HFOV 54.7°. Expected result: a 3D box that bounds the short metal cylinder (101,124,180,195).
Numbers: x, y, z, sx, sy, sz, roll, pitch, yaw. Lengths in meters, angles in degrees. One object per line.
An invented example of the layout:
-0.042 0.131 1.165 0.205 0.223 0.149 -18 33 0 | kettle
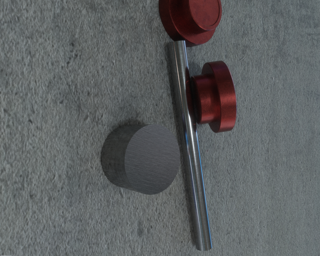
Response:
-0.022 0.035 0.370 0.081 0.050 0.080 0 90 -40 | short metal cylinder

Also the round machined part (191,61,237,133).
0.068 -0.041 0.427 0.042 0.098 0.097 -9 97 -4 | round machined part

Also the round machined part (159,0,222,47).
0.049 -0.167 0.434 0.099 0.042 0.097 0 90 -40 | round machined part

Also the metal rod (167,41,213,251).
0.044 0.030 0.441 0.025 0.025 0.298 -14 99 -39 | metal rod
